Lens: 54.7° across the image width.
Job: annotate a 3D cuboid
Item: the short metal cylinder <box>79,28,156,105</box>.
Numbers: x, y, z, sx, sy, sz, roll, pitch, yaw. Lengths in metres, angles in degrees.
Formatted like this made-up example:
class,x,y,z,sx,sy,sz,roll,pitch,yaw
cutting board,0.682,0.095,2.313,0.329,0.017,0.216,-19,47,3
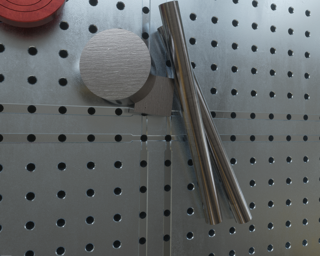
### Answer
class,x,y,z,sx,sy,sz,roll,pitch,yaw
short metal cylinder,-0.047,-0.070,0.366,0.080,0.050,0.080,0,87,6

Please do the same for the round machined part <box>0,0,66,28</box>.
class,x,y,z,sx,sy,sz,roll,pitch,yaw
round machined part,-0.155,-0.161,0.346,0.099,0.042,0.097,0,90,-20

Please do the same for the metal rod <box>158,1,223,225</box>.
class,x,y,z,sx,sy,sz,roll,pitch,yaw
metal rod,0.044,-0.011,0.411,0.025,0.025,0.298,-17,102,-19

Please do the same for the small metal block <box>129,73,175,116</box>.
class,x,y,z,sx,sy,sz,roll,pitch,yaw
small metal block,-0.011,-0.043,0.408,0.050,0.025,0.050,7,88,-20

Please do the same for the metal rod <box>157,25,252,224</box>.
class,x,y,z,sx,sy,sz,roll,pitch,yaw
metal rod,0.066,-0.001,0.436,0.025,0.025,0.299,-26,99,-18
